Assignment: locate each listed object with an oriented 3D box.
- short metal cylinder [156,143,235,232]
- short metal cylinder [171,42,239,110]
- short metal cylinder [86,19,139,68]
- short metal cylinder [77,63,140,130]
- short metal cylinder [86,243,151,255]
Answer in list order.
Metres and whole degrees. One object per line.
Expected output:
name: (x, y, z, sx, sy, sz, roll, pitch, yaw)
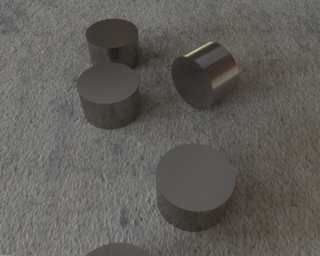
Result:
short metal cylinder: (0.036, 0.063, 0.334, 0.081, 0.050, 0.080, 0, 50, 0)
short metal cylinder: (0.061, -0.072, 0.429, 0.050, 0.080, 0.080, -34, 58, -25)
short metal cylinder: (-0.074, -0.131, 0.496, 0.081, 0.050, 0.080, 0, 50, 0)
short metal cylinder: (-0.068, -0.044, 0.423, 0.081, 0.050, 0.080, 0, 50, 0)
short metal cylinder: (-0.035, 0.146, 0.263, 0.081, 0.050, 0.080, 0, 50, 0)
